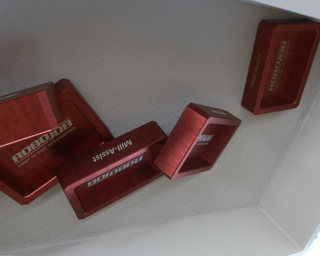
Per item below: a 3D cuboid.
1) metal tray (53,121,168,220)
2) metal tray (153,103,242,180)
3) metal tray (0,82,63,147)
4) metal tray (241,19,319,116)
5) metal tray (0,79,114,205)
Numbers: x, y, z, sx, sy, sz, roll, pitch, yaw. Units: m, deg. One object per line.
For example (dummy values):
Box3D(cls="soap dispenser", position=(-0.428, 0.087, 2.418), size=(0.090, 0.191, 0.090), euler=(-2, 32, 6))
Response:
Box3D(cls="metal tray", position=(-0.053, 0.053, 0.382), size=(0.131, 0.030, 0.090), euler=(-26, 147, -20))
Box3D(cls="metal tray", position=(0.055, 0.018, 0.410), size=(0.131, 0.030, 0.090), euler=(3, 121, -60))
Box3D(cls="metal tray", position=(-0.151, -0.002, 0.255), size=(0.131, 0.090, 0.030), euler=(-19, 107, -10))
Box3D(cls="metal tray", position=(0.173, -0.087, 0.445), size=(0.091, 0.030, 0.129), euler=(-10, 123, -23))
Box3D(cls="metal tray", position=(-0.129, 0.018, 0.345), size=(0.130, 0.030, 0.090), euler=(-36, 129, -4))
